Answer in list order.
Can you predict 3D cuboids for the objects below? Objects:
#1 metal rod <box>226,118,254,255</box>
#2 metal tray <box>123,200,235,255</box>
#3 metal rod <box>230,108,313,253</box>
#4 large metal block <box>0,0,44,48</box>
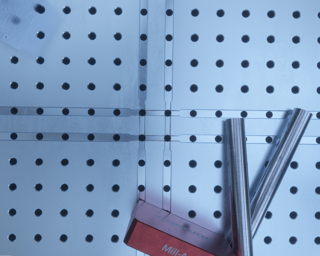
[{"bbox_3d":[0.104,0.136,0.391,0.025,0.025,0.298,-1,81,-1],"label":"metal rod"},{"bbox_3d":[0.025,0.138,0.381,0.131,0.090,0.030,24,90,-1],"label":"metal tray"},{"bbox_3d":[0.128,0.113,0.415,0.025,0.025,0.299,25,90,-1],"label":"metal rod"},{"bbox_3d":[-0.198,-0.155,0.383,0.050,0.080,0.080,31,90,-1],"label":"large metal block"}]
